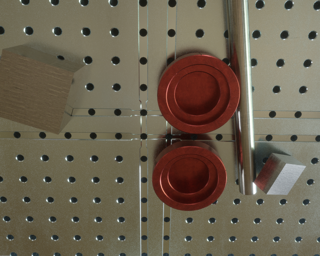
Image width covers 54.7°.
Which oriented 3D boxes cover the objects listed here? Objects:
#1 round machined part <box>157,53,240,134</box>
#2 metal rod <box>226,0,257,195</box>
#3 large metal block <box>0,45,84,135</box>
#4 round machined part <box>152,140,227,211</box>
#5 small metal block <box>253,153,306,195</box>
[{"bbox_3d":[0.046,-0.045,0.388,0.099,0.042,0.097,0,111,0],"label":"round machined part"},{"bbox_3d":[0.105,-0.048,0.396,0.025,0.025,0.298,-8,110,3],"label":"metal rod"},{"bbox_3d":[-0.148,-0.048,0.381,0.080,0.050,0.079,18,109,-7],"label":"large metal block"},{"bbox_3d":[0.039,0.061,0.427,0.099,0.042,0.097,0,110,0],"label":"round machined part"},{"bbox_3d":[0.165,0.064,0.427,0.050,0.025,0.050,10,113,-37],"label":"small metal block"}]
